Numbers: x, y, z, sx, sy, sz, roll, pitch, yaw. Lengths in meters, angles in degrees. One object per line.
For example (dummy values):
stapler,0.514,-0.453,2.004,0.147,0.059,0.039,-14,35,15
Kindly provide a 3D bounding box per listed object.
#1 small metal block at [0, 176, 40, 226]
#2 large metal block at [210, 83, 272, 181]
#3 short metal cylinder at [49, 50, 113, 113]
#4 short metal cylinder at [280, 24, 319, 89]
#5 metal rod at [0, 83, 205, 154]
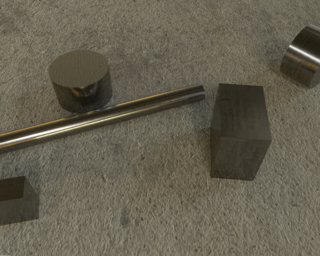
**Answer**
small metal block,-0.159,0.077,0.320,0.050,0.050,0.025,-9,51,-8
large metal block,0.090,0.005,0.364,0.050,0.080,0.080,4,50,3
short metal cylinder,-0.111,-0.067,0.442,0.081,0.050,0.080,0,50,0
short metal cylinder,0.226,-0.106,0.459,0.080,0.080,0.050,-35,59,-26
metal rod,-0.082,-0.013,0.412,0.302,0.025,0.025,-16,52,-14
